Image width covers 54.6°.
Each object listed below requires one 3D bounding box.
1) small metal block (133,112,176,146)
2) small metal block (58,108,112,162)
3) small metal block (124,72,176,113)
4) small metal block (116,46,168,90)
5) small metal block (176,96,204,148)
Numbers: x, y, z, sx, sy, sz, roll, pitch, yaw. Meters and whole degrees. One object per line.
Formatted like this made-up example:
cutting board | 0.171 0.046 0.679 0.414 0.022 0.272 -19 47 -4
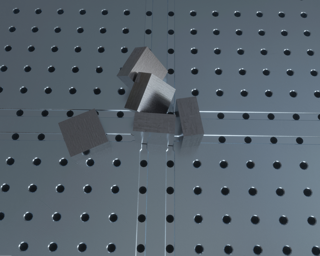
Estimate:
small metal block | -0.007 0.002 0.398 0.050 0.050 0.025 4 71 1
small metal block | -0.098 0.009 0.408 0.050 0.025 0.050 -23 72 -8
small metal block | -0.012 -0.039 0.405 0.025 0.050 0.050 16 83 43
small metal block | -0.023 -0.074 0.423 0.025 0.050 0.050 10 64 46
small metal block | 0.037 -0.006 0.401 0.025 0.050 0.050 -8 70 -3
